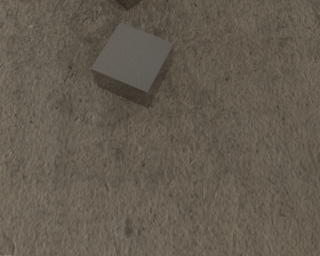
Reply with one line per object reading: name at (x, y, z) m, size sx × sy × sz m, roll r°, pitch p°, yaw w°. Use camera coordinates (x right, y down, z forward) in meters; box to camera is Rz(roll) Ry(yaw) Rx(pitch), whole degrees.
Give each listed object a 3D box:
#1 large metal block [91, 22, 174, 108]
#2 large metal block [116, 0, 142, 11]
large metal block at (-0.035, -0.085, 0.426) m, size 0.080 × 0.050 × 0.080 m, roll 24°, pitch 72°, yaw 8°
large metal block at (-0.039, -0.240, 0.466) m, size 0.080 × 0.080 × 0.050 m, roll -41°, pitch 76°, yaw -14°
